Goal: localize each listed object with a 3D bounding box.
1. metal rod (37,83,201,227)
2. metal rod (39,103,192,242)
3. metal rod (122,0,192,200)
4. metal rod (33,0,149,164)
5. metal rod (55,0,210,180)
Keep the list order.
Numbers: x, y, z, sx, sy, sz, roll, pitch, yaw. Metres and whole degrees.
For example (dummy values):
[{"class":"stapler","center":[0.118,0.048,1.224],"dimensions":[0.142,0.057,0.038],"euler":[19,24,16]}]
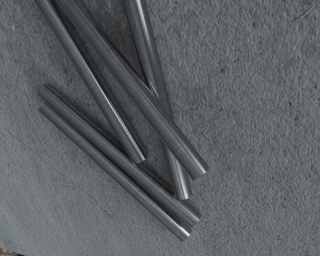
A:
[{"class":"metal rod","center":[-0.060,0.041,0.463],"dimensions":[0.300,0.025,0.025],"euler":[41,129,0]},{"class":"metal rod","center":[-0.068,0.067,0.484],"dimensions":[0.300,0.025,0.025],"euler":[43,129,-2]},{"class":"metal rod","center":[-0.001,-0.035,0.385],"dimensions":[0.025,0.025,0.298],"euler":[-1,118,28]},{"class":"metal rod","center":[-0.098,-0.081,0.408],"dimensions":[0.025,0.025,0.299],"euler":[-18,109,35]},{"class":"metal rod","center":[-0.043,-0.066,0.362],"dimensions":[0.025,0.025,0.299],"euler":[-38,89,39]}]
